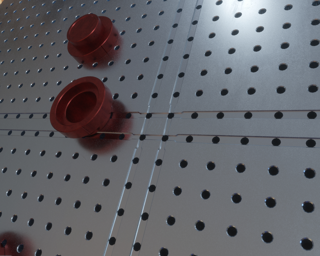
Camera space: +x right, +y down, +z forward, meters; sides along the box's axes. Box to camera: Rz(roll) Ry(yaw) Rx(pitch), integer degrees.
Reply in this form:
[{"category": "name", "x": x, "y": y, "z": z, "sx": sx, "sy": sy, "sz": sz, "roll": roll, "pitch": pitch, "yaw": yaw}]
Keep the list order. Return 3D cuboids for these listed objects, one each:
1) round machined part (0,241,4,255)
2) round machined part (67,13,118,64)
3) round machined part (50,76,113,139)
[{"category": "round machined part", "x": -0.252, "y": 0.180, "z": 0.416, "sx": 0.098, "sy": 0.042, "sz": 0.098, "roll": -13, "pitch": 56, "yaw": 20}, {"category": "round machined part", "x": -0.130, "y": -0.170, "z": 0.567, "sx": 0.098, "sy": 0.042, "sz": 0.098, "roll": -13, "pitch": 56, "yaw": 20}, {"category": "round machined part", "x": -0.114, "y": -0.027, "z": 0.472, "sx": 0.098, "sy": 0.042, "sz": 0.098, "roll": -13, "pitch": 56, "yaw": 20}]
